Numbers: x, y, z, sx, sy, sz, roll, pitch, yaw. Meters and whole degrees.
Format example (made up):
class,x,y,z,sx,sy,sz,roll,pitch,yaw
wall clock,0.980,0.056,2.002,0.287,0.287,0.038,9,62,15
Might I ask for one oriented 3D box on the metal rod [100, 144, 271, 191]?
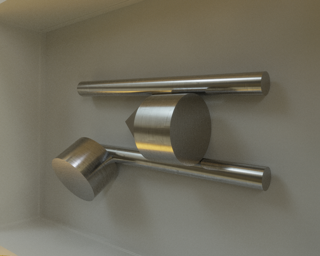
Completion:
class,x,y,z,sx,sy,sz,roll,pitch,yaw
metal rod,-0.008,0.043,0.409,0.300,0.025,0.025,4,93,39

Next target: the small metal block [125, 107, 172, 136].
class,x,y,z,sx,sy,sz,roll,pitch,yaw
small metal block,-0.013,-0.004,0.413,0.050,0.025,0.050,-45,63,30

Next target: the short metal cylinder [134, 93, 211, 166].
class,x,y,z,sx,sy,sz,roll,pitch,yaw
short metal cylinder,0.016,0.001,0.354,0.050,0.081,0.079,2,92,40

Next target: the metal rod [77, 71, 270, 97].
class,x,y,z,sx,sy,sz,roll,pitch,yaw
metal rod,-0.009,-0.054,0.409,0.300,0.025,0.025,5,93,39

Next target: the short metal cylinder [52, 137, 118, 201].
class,x,y,z,sx,sy,sz,roll,pitch,yaw
short metal cylinder,-0.110,0.060,0.454,0.080,0.050,0.079,24,137,24
